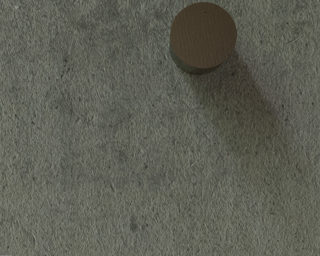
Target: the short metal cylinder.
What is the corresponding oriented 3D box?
[{"bbox_3d":[0.053,-0.112,0.398,0.080,0.050,0.080,0,90,0],"label":"short metal cylinder"}]
